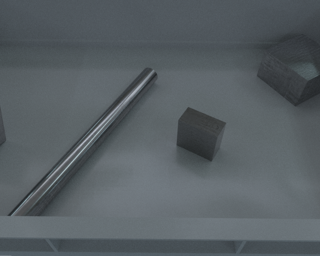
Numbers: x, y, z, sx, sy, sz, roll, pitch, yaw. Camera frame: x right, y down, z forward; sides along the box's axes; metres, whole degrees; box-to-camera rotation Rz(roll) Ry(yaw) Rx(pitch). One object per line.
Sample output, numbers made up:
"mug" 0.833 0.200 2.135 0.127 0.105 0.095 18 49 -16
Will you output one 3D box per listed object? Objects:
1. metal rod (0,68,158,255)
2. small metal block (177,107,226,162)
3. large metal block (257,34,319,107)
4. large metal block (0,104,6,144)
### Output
"metal rod" -0.088 0.018 0.388 0.025 0.025 0.301 24 54 18
"small metal block" 0.050 0.008 0.383 0.050 0.050 0.025 25 54 19
"large metal block" 0.210 -0.089 0.467 0.081 0.050 0.080 -25 55 -20
"large metal block" -0.242 -0.015 0.370 0.080 0.079 0.050 11 30 9
